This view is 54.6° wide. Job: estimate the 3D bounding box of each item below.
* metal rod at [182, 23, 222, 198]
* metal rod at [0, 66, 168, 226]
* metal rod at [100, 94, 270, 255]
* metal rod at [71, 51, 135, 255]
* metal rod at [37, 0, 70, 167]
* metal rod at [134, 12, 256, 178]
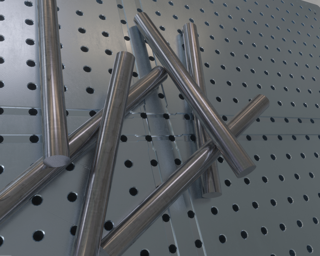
[{"bbox_3d":[0.059,-0.045,0.466,0.025,0.025,0.299,11,57,-23],"label":"metal rod"},{"bbox_3d":[-0.080,0.004,0.361,0.025,0.025,0.301,43,51,1],"label":"metal rod"},{"bbox_3d":[0.048,0.042,0.380,0.302,0.025,0.025,-39,84,-30],"label":"metal rod"},{"bbox_3d":[-0.061,0.044,0.326,0.025,0.025,0.300,17,62,-19],"label":"metal rod"},{"bbox_3d":[-0.133,-0.093,0.375,0.025,0.025,0.299,2,55,-27],"label":"metal rod"},{"bbox_3d":[0.033,-0.063,0.424,0.025,0.025,0.299,-9,54,-32],"label":"metal rod"}]
